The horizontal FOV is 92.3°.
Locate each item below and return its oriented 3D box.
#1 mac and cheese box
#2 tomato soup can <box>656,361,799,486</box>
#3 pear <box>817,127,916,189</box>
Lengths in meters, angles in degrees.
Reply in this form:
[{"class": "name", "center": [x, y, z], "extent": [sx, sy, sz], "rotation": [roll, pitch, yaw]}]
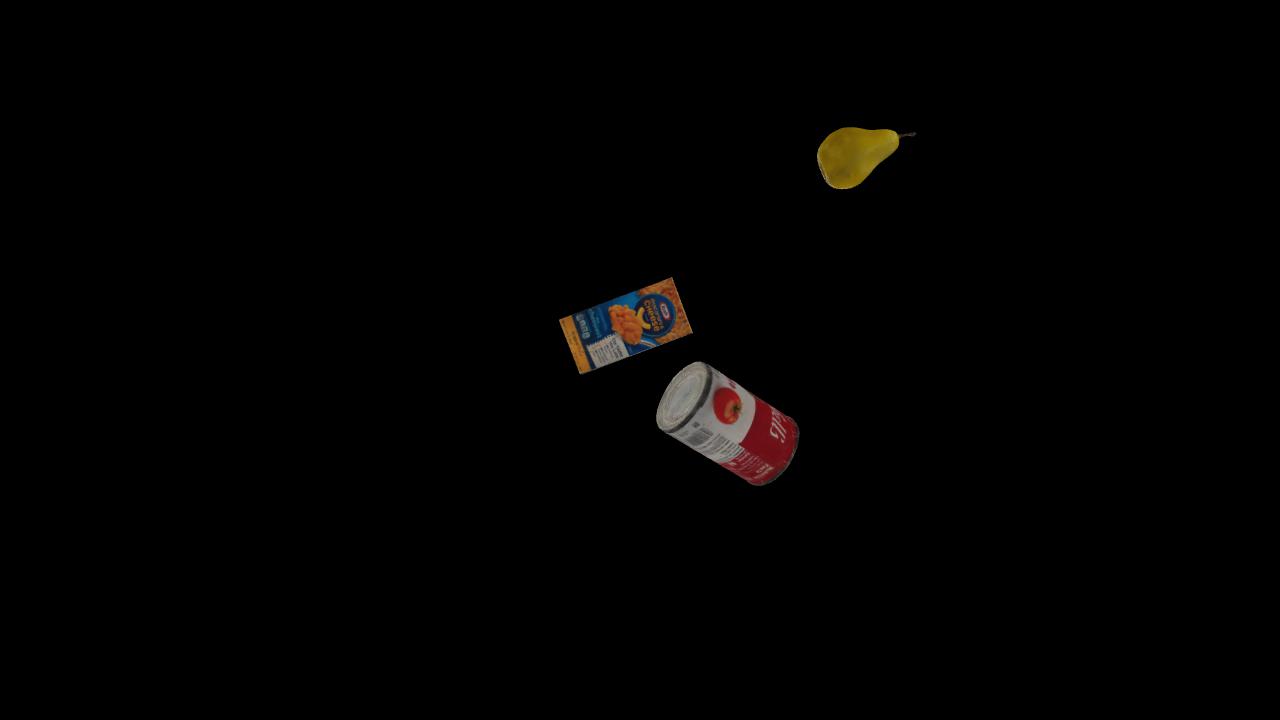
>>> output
[{"class": "mac and cheese box", "center": [-0.021, -0.051, 0.941], "extent": [0.184, 0.093, 0.041], "rotation": [-21, -1, 3]}, {"class": "tomato soup can", "center": [0.072, 0.053, 0.513], "extent": [0.101, 0.068, 0.068], "rotation": [32, -12, -19]}, {"class": "pear", "center": [0.279, -0.261, 0.762], "extent": [0.111, 0.080, 0.080], "rotation": [-23, -6, 14]}]
